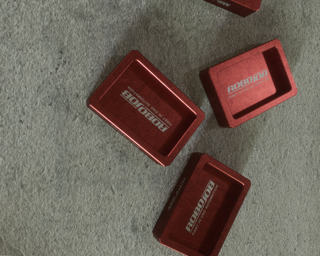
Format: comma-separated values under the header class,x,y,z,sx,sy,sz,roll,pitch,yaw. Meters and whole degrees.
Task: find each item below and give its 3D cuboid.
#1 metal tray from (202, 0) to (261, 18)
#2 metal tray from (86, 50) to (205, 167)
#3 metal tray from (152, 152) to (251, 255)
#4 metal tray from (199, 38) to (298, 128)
class,x,y,z,sx,sy,sz,roll,pitch,yaw
metal tray,0.087,-0.224,0.438,0.131,0.030,0.090,14,85,-20
metal tray,-0.016,-0.024,0.400,0.130,0.030,0.090,41,77,-16
metal tray,0.059,0.110,0.428,0.090,0.030,0.130,32,80,-17
metal tray,0.132,-0.066,0.454,0.131,0.030,0.090,-26,99,-18
